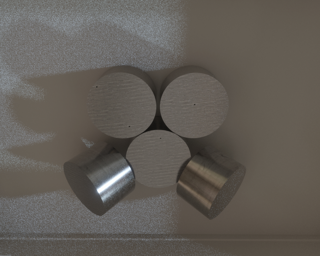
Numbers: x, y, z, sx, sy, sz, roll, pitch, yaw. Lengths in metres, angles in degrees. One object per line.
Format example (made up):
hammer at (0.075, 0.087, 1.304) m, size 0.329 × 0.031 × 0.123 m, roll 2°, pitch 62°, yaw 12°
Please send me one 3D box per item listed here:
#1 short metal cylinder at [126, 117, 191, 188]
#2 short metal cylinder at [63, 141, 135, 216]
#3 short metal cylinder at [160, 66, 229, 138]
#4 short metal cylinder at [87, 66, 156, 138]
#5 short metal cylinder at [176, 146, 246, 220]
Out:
short metal cylinder at (-0.002, 0.031, 0.406) m, size 0.081 × 0.050 × 0.079 m, roll 0°, pitch 110°, yaw -1°
short metal cylinder at (-0.078, 0.064, 0.397) m, size 0.050 × 0.080 × 0.080 m, roll -35°, pitch 114°, yaw -35°
short metal cylinder at (0.040, -0.034, 0.385) m, size 0.081 × 0.050 × 0.079 m, roll 0°, pitch 110°, yaw -1°
short metal cylinder at (-0.045, -0.033, 0.382) m, size 0.081 × 0.050 × 0.079 m, roll 0°, pitch 110°, yaw -1°
short metal cylinder at (0.067, 0.070, 0.400) m, size 0.050 × 0.081 × 0.079 m, roll 33°, pitch 112°, yaw 30°
